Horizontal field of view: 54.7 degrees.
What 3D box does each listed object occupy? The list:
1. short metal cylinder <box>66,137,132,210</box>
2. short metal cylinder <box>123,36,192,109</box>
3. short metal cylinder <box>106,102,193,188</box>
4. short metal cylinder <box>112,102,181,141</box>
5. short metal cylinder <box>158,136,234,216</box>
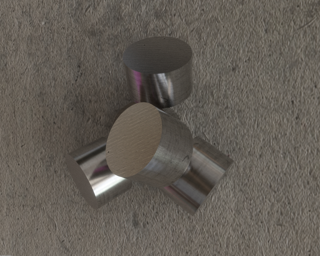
[{"bbox_3d":[-0.080,0.058,0.403,0.080,0.050,0.079,38,144,36],"label":"short metal cylinder"},{"bbox_3d":[-0.001,-0.068,0.375,0.080,0.080,0.050,15,138,19],"label":"short metal cylinder"},{"bbox_3d":[-0.012,0.019,0.330,0.080,0.050,0.080,-21,56,36],"label":"short metal cylinder"},{"bbox_3d":[-0.015,0.006,0.402,0.080,0.050,0.080,0,89,19],"label":"short metal cylinder"},{"bbox_3d":[0.043,0.056,0.366,0.050,0.080,0.080,36,102,16],"label":"short metal cylinder"}]
